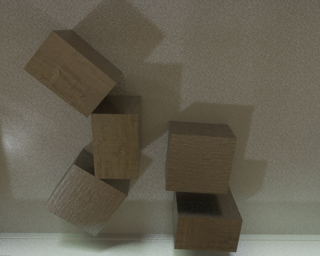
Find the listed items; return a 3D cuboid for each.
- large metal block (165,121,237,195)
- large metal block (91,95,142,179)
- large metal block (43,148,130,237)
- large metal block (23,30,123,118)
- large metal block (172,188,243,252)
[{"bbox_3d":[0.050,0.038,0.413,0.081,0.050,0.079,4,110,-2],"label":"large metal block"},{"bbox_3d":[-0.050,0.008,0.384,0.050,0.080,0.079,1,110,-1],"label":"large metal block"},{"bbox_3d":[-0.098,0.089,0.429,0.080,0.050,0.080,34,106,-12],"label":"large metal block"},{"bbox_3d":[-0.093,-0.065,0.355,0.080,0.080,0.050,39,103,-13],"label":"large metal block"},{"bbox_3d":[0.060,0.121,0.428,0.081,0.080,0.050,4,110,-2],"label":"large metal block"}]
